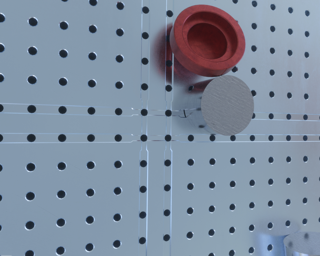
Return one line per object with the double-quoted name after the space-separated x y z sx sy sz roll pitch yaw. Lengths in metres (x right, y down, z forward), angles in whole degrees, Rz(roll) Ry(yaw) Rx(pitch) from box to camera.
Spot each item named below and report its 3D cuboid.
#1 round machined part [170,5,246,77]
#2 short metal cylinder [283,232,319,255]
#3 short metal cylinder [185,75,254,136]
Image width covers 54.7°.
0.060 -0.111 0.415 0.099 0.042 0.098 5 70 -13 "round machined part"
0.233 0.198 0.470 0.081 0.080 0.050 -8 93 -20 "short metal cylinder"
0.081 -0.030 0.429 0.081 0.050 0.079 0 90 -20 "short metal cylinder"
